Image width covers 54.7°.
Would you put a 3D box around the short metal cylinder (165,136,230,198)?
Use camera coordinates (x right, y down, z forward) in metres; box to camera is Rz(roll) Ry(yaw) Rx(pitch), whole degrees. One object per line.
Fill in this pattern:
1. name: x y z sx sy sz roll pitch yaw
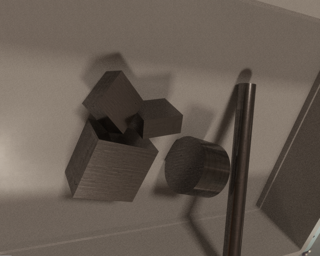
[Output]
1. short metal cylinder: 0.051 0.056 0.438 0.050 0.080 0.080 17 109 -35

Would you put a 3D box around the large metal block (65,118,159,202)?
1. large metal block: -0.061 0.042 0.386 0.081 0.050 0.080 15 111 -35

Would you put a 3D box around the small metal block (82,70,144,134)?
1. small metal block: -0.051 -0.029 0.349 0.050 0.025 0.050 55 54 -39

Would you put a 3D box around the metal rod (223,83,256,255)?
1. metal rod: 0.112 0.086 0.445 0.025 0.025 0.298 4 91 -31

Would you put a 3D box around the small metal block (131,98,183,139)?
1. small metal block: -0.007 -0.013 0.382 0.050 0.050 0.025 -9 122 -24
